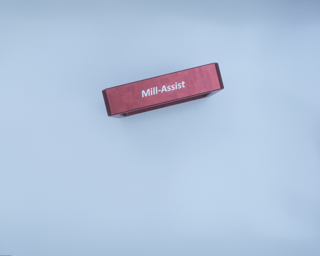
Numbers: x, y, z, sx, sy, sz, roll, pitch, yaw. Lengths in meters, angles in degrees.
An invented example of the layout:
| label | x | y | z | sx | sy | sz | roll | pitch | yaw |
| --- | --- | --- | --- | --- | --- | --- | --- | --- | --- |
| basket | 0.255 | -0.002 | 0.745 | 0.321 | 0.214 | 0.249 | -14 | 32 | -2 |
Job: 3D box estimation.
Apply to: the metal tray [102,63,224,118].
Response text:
| label | x | y | z | sx | sy | sz | roll | pitch | yaw |
| --- | --- | --- | --- | --- | --- | --- | --- | --- | --- |
| metal tray | 0.003 | -0.042 | 0.378 | 0.131 | 0.090 | 0.030 | -14 | 90 | 0 |
